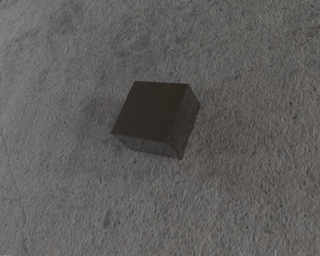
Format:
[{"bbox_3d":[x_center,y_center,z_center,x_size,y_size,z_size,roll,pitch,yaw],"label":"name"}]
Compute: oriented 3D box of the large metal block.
[{"bbox_3d":[-0.003,-0.011,0.397,0.080,0.050,0.080,8,66,31],"label":"large metal block"}]
